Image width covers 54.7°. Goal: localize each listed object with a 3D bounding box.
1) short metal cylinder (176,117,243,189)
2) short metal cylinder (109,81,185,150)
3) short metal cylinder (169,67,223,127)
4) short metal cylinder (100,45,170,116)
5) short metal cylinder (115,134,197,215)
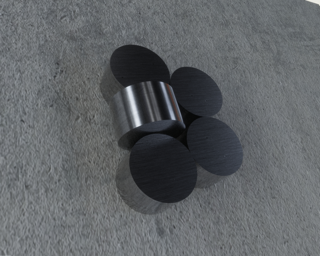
[{"bbox_3d":[0.058,0.032,0.400,0.081,0.050,0.080,13,57,-20],"label":"short metal cylinder"},{"bbox_3d":[-0.016,-0.012,0.369,0.081,0.080,0.050,-3,64,-30],"label":"short metal cylinder"},{"bbox_3d":[0.039,-0.038,0.433,0.081,0.050,0.080,13,57,-21],"label":"short metal cylinder"},{"bbox_3d":[-0.034,-0.062,0.409,0.081,0.050,0.080,13,57,-20],"label":"short metal cylinder"},{"bbox_3d":[-0.005,0.053,0.354,0.081,0.050,0.080,13,57,-20],"label":"short metal cylinder"}]
